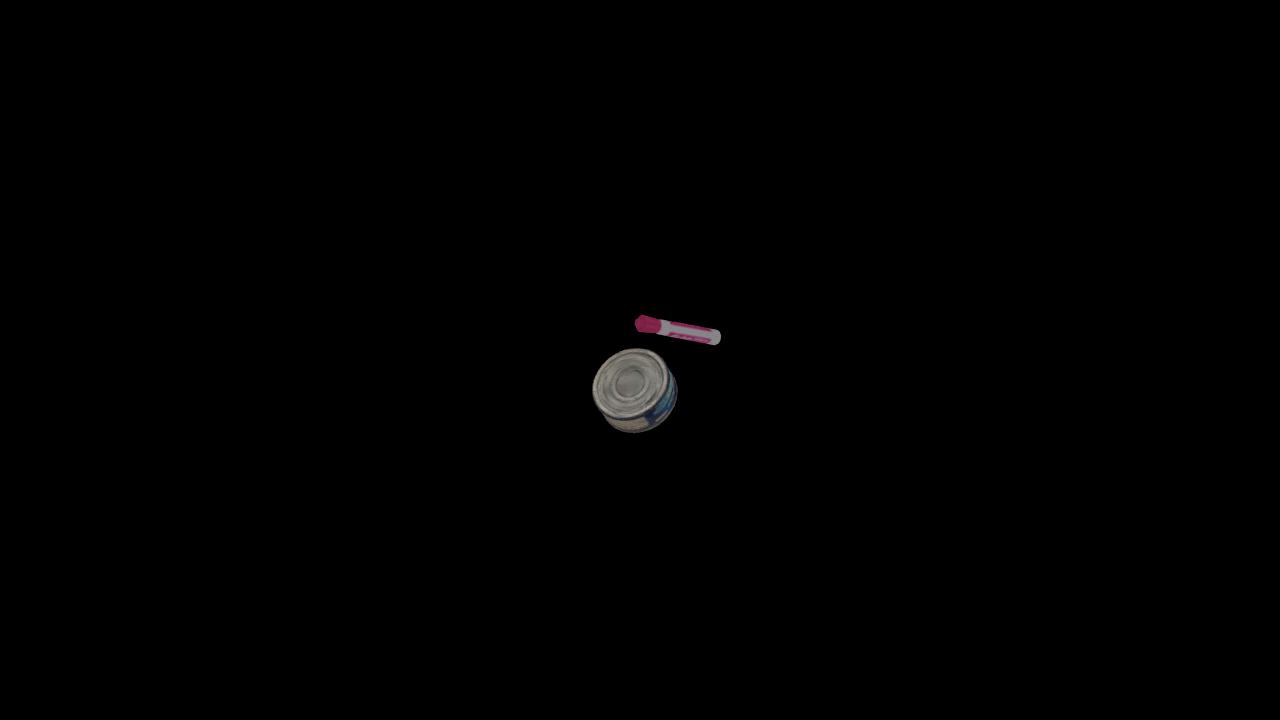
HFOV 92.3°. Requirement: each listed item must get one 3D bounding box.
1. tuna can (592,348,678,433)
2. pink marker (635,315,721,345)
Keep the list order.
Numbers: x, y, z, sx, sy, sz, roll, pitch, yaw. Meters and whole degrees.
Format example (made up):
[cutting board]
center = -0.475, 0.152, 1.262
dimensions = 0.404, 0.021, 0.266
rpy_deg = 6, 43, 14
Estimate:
[tuna can]
center = -0.006, 0.030, 0.630
dimensions = 0.084, 0.084, 0.034
rpy_deg = 0, -30, 20
[pink marker]
center = 0.043, -0.033, 0.694
dimensions = 0.121, 0.020, 0.020
rpy_deg = 8, -5, -39
